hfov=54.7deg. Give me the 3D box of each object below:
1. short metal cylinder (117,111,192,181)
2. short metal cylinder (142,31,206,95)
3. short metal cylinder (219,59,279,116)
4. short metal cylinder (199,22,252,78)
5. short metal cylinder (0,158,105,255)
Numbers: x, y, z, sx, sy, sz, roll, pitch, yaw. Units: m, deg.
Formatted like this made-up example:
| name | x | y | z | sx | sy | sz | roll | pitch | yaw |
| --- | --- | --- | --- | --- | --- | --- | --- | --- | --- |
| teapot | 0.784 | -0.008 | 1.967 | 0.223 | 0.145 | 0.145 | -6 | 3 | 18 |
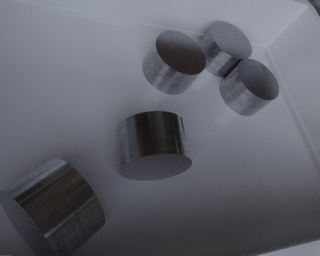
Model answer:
| name | x | y | z | sx | sy | sz | roll | pitch | yaw |
| --- | --- | --- | --- | --- | --- | --- | --- | --- | --- |
| short metal cylinder | -0.008 | 0.023 | 0.352 | 0.081 | 0.080 | 0.050 | 6 | 59 | -25 |
| short metal cylinder | 0.020 | -0.096 | 0.459 | 0.081 | 0.050 | 0.080 | 14 | 56 | -21 |
| short metal cylinder | 0.146 | -0.066 | 0.508 | 0.081 | 0.050 | 0.080 | 14 | 56 | -21 |
| short metal cylinder | 0.108 | -0.133 | 0.529 | 0.081 | 0.050 | 0.080 | 14 | 56 | -21 |
| short metal cylinder | -0.095 | 0.073 | 0.274 | 0.080 | 0.080 | 0.050 | 49 | 51 | 6 |
